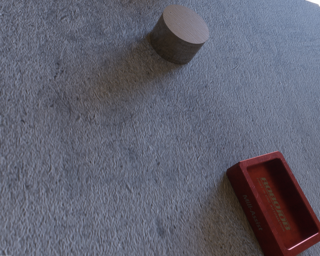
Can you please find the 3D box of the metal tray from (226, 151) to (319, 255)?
[{"bbox_3d":[0.157,0.102,0.422,0.091,0.030,0.130,-10,67,-32],"label":"metal tray"}]

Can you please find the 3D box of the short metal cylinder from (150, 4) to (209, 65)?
[{"bbox_3d":[0.031,-0.149,0.495,0.081,0.050,0.080,14,56,-21],"label":"short metal cylinder"}]
